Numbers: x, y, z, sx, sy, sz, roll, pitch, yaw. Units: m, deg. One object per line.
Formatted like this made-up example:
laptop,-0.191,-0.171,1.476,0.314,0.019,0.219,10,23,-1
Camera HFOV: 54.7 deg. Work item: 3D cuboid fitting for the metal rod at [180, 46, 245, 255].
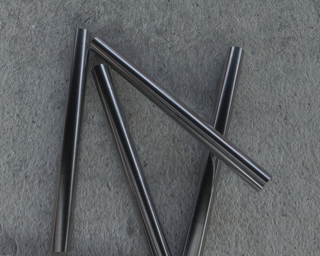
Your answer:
metal rod,0.071,0.025,0.399,0.025,0.025,0.299,14,70,5

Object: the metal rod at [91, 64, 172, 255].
metal rod,-0.035,0.050,0.389,0.025,0.025,0.299,-18,71,-7

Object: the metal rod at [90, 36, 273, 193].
metal rod,0.013,-0.030,0.400,0.025,0.025,0.300,-43,69,-14

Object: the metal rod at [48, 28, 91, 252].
metal rod,-0.115,0.001,0.406,0.025,0.025,0.299,0,70,0
